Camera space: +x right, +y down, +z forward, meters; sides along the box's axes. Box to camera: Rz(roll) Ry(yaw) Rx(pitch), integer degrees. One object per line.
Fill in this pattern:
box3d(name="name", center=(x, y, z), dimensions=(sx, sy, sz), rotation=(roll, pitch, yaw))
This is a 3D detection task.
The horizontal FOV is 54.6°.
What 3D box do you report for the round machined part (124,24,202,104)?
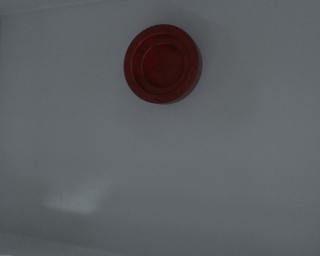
box3d(name="round machined part", center=(0.007, -0.079, 0.400), dimensions=(0.098, 0.042, 0.097), rotation=(0, 90, 20))
